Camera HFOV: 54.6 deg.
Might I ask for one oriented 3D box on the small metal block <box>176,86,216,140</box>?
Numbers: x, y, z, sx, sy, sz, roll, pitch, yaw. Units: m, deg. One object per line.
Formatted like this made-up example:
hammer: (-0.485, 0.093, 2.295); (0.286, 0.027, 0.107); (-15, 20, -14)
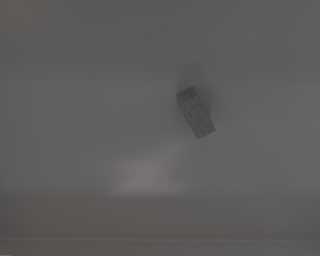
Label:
small metal block: (0.044, -0.020, 0.391); (0.025, 0.050, 0.050); (-28, 108, 10)
